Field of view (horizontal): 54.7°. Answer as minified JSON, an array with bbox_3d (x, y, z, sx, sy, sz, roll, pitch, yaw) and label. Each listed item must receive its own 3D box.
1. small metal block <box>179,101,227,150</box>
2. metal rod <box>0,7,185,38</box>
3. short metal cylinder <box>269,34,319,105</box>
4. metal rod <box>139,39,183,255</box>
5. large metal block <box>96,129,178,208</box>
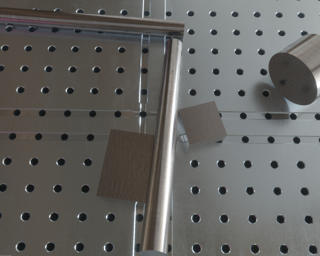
[{"bbox_3d":[0.055,-0.004,0.414,0.050,0.025,0.050,-14,71,-6],"label":"small metal block"},{"bbox_3d":[-0.114,-0.161,0.468,0.302,0.025,0.025,5,70,1],"label":"metal rod"},{"bbox_3d":[0.194,-0.077,0.413,0.050,0.080,0.080,-34,74,-12],"label":"short metal cylinder"},{"bbox_3d":[0.008,-0.005,0.364,0.025,0.025,0.300,5,51,2],"label":"metal rod"},{"bbox_3d":[-0.025,0.052,0.379,0.080,0.050,0.080,8,70,2],"label":"large metal block"}]
